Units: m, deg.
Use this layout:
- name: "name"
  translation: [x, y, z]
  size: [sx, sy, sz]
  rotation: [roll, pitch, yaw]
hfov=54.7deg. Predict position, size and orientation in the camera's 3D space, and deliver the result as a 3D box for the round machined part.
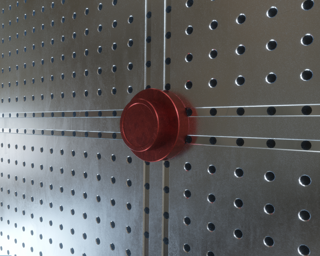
- name: "round machined part"
  translation: [-0.015, -0.004, 0.408]
  size: [0.098, 0.042, 0.097]
  rotation: [0, 90, 39]
